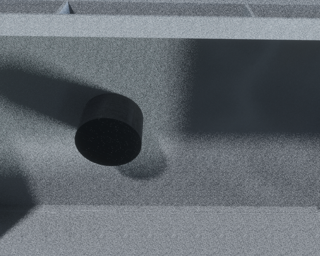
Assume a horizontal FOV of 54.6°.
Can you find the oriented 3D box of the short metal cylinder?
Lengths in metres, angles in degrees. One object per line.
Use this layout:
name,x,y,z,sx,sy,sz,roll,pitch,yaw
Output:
short metal cylinder,-0.062,0.003,0.394,0.080,0.050,0.080,0,130,0
